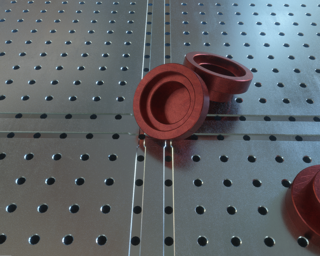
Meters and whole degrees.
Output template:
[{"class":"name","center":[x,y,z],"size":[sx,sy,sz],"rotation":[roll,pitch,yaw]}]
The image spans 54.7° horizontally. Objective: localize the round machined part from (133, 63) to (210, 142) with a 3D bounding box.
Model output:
[{"class":"round machined part","center":[0.018,-0.031,0.401],"size":[0.098,0.042,0.097],"rotation":[-5,80,27]}]

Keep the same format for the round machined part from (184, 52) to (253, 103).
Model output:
[{"class":"round machined part","center":[0.078,-0.071,0.443],"size":[0.099,0.042,0.098],"rotation":[12,31,-7]}]

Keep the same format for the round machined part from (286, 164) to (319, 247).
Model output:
[{"class":"round machined part","center":[0.192,0.079,0.333],"size":[0.099,0.042,0.098],"rotation":[0,50,0]}]
